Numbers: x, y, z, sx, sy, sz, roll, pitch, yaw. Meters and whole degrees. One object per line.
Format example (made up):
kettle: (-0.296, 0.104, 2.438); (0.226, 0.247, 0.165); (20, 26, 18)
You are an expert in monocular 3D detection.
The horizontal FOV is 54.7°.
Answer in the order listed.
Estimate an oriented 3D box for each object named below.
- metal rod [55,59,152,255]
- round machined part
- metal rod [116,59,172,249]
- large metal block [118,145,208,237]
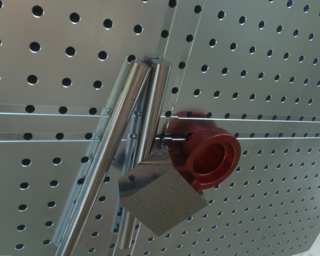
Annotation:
metal rod: (-0.080, 0.055, 0.402); (0.025, 0.025, 0.298); (12, 112, -34)
round machined part: (0.069, 0.041, 0.466); (0.099, 0.042, 0.097); (-14, 125, -21)
metal rod: (-0.028, 0.053, 0.430); (0.025, 0.025, 0.298); (-2, 119, -28)
large metal block: (0.003, 0.084, 0.408); (0.080, 0.050, 0.080); (-36, 119, 9)
